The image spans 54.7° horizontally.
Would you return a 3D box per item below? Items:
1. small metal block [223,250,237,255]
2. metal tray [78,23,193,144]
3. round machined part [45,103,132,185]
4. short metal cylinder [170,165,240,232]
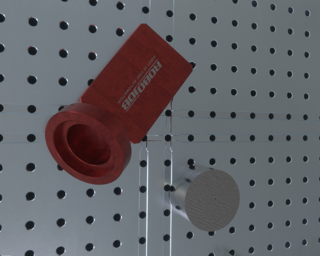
[{"bbox_3d":[0.111,0.217,0.454,0.050,0.025,0.050,31,80,-18],"label":"small metal block"},{"bbox_3d":[-0.029,-0.056,0.399,0.090,0.030,0.130,39,77,-16],"label":"metal tray"},{"bbox_3d":[-0.077,0.014,0.356,0.098,0.098,0.042,52,36,-13],"label":"round machined part"},{"bbox_3d":[0.060,0.093,0.422,0.081,0.050,0.079,0,90,-20],"label":"short metal cylinder"}]
